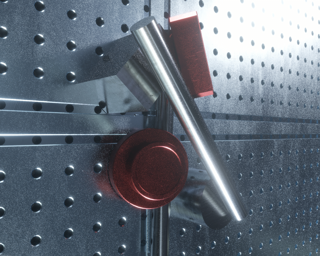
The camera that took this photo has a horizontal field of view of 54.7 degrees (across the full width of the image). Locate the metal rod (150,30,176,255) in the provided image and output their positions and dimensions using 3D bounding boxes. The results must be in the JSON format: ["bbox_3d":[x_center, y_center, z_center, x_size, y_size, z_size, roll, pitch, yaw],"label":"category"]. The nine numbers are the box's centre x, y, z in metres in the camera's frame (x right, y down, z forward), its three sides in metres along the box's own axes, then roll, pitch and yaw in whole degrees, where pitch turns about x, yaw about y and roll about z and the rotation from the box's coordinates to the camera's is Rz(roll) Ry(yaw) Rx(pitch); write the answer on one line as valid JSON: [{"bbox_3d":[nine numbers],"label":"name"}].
[{"bbox_3d":[0.004,0.020,0.415,0.025,0.025,0.298,3,88,-40],"label":"metal rod"}]

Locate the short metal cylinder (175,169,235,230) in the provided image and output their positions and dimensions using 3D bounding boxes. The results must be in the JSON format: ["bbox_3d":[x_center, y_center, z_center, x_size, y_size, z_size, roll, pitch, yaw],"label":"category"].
[{"bbox_3d":[0.069,0.102,0.454,0.081,0.050,0.079,0,90,-40],"label":"short metal cylinder"}]

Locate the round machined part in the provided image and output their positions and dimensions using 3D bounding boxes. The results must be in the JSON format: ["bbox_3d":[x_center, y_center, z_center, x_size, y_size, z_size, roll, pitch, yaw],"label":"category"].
[{"bbox_3d":[-0.009,0.049,0.372,0.099,0.042,0.097,0,90,-23],"label":"round machined part"}]

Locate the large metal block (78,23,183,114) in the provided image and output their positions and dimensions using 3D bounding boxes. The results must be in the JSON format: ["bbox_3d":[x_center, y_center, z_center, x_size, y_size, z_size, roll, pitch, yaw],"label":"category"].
[{"bbox_3d":[-0.032,-0.064,0.349,0.050,0.080,0.080,49,61,-29],"label":"large metal block"}]

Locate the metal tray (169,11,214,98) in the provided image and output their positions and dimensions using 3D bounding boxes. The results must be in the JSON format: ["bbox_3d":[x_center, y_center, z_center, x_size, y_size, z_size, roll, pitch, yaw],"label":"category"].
[{"bbox_3d":[0.041,-0.090,0.391,0.130,0.030,0.089,-63,140,-75],"label":"metal tray"}]

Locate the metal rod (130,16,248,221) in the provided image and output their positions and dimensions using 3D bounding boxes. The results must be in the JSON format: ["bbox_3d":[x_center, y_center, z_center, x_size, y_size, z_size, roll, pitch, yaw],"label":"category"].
[{"bbox_3d":[0.048,0.014,0.360,0.025,0.025,0.299,-51,128,-28],"label":"metal rod"}]
